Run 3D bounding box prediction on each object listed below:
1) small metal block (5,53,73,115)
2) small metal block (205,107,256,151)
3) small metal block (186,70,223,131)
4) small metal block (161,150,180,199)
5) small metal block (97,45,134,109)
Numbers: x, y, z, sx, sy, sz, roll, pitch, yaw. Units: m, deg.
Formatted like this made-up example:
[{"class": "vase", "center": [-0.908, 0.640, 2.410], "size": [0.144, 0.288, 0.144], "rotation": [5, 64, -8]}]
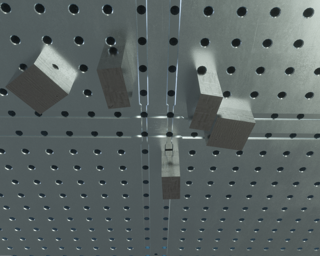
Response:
[{"class": "small metal block", "center": [-0.142, -0.051, 0.367], "size": [0.050, 0.025, 0.050], "rotation": [-29, 124, 22]}, {"class": "small metal block", "center": [0.091, 0.001, 0.413], "size": [0.050, 0.025, 0.050], "rotation": [8, 130, -7]}, {"class": "small metal block", "center": [0.051, -0.033, 0.368], "size": [0.025, 0.050, 0.050], "rotation": [8, 130, -7]}, {"class": "small metal block", "center": [0.016, 0.069, 0.453], "size": [0.025, 0.050, 0.050], "rotation": [-2, 130, 2]}, {"class": "small metal block", "center": [-0.048, -0.057, 0.346], "size": [0.025, 0.050, 0.050], "rotation": [-6, 130, 5]}]
